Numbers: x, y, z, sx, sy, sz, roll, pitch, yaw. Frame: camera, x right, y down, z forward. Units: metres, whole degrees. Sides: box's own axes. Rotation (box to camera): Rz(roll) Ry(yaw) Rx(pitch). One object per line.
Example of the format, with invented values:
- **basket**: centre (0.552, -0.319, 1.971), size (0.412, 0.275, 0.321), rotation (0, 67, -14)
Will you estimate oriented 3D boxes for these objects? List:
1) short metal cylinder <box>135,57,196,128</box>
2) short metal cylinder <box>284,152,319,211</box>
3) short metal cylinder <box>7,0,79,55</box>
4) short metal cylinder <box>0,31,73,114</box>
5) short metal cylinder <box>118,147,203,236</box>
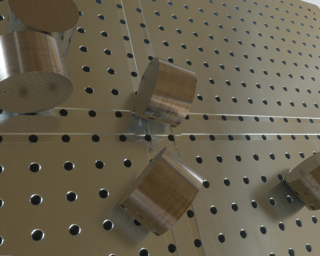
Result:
- **short metal cylinder**: centre (0.005, -0.045, 0.403), size (0.050, 0.080, 0.080), rotation (16, 55, -19)
- **short metal cylinder**: centre (0.232, 0.075, 0.452), size (0.081, 0.080, 0.050), rotation (-32, 80, -38)
- **short metal cylinder**: centre (-0.149, -0.135, 0.394), size (0.081, 0.050, 0.080), rotation (13, 56, -21)
- **short metal cylinder**: centre (-0.140, -0.057, 0.332), size (0.081, 0.080, 0.050), rotation (-8, 66, -32)
- **short metal cylinder**: centre (0.001, 0.067, 0.332), size (0.050, 0.080, 0.080), rotation (40, 51, -2)
